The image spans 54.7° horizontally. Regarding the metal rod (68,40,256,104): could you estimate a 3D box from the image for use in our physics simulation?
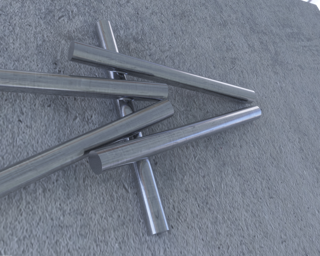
[{"bbox_3d":[0.023,-0.072,0.442,0.302,0.025,0.025,9,58,-31],"label":"metal rod"}]

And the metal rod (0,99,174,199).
[{"bbox_3d":[-0.107,0.032,0.311,0.302,0.025,0.025,-26,76,-32],"label":"metal rod"}]

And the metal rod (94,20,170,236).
[{"bbox_3d":[-0.042,-0.017,0.394,0.025,0.025,0.299,-3,63,-30],"label":"metal rod"}]

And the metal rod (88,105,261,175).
[{"bbox_3d":[0.045,0.005,0.408,0.302,0.025,0.025,-15,70,-41],"label":"metal rod"}]

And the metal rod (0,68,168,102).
[{"bbox_3d":[-0.135,-0.050,0.346,0.303,0.025,0.025,2,61,-21],"label":"metal rod"}]
